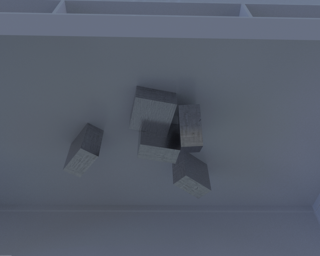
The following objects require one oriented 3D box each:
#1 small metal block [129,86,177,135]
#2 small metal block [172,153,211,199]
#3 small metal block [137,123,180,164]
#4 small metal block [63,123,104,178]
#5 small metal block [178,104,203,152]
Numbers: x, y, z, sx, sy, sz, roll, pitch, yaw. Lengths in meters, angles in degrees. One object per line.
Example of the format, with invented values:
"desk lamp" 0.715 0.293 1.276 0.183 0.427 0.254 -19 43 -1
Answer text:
"small metal block" -0.010 -0.022 0.391 0.050 0.025 0.050 9 129 -9
"small metal block" 0.045 0.067 0.451 0.050 0.050 0.025 34 122 -26
"small metal block" -0.002 0.017 0.407 0.050 0.050 0.025 9 130 -8
"small metal block" -0.102 0.030 0.416 0.025 0.050 0.050 30 124 -23
"small metal block" 0.036 0.002 0.382 0.025 0.050 0.050 -3 167 2
